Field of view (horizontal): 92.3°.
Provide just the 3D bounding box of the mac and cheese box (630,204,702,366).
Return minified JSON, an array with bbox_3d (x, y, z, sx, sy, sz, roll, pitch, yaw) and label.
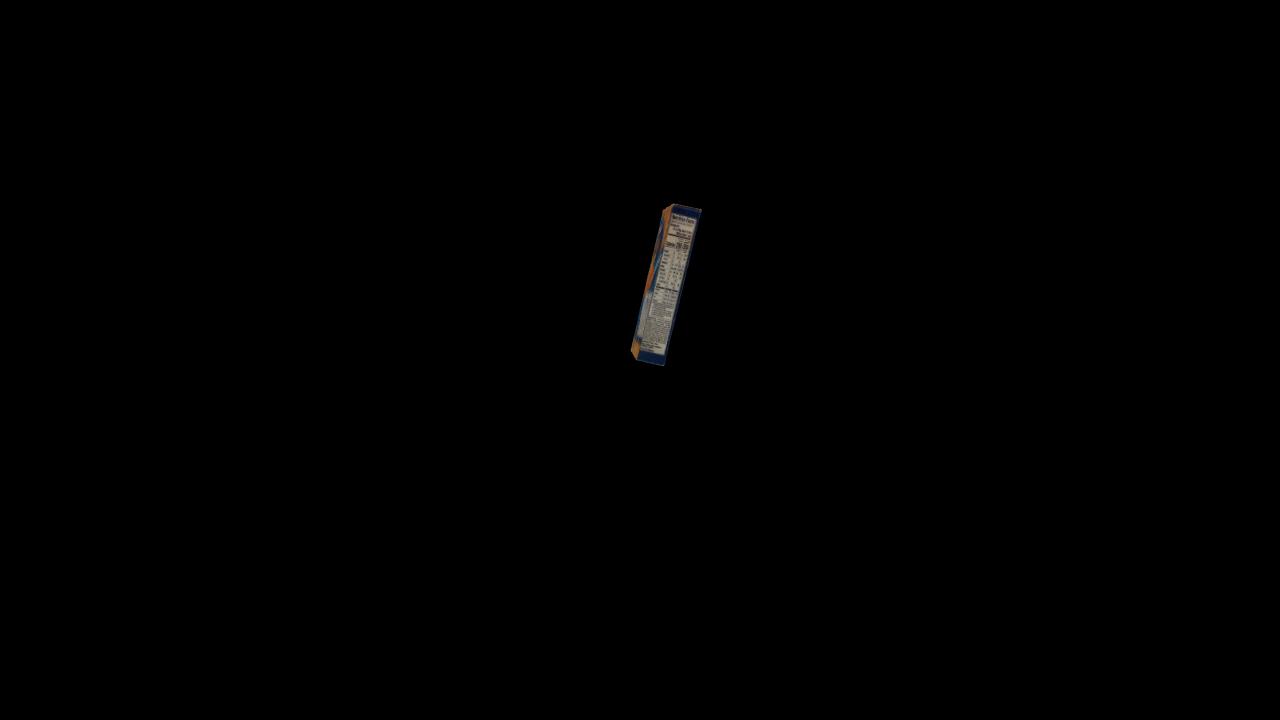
[{"bbox_3d":[0.029,-0.090,0.743,0.041,0.184,0.093,12,7,-5],"label":"mac and cheese box"}]
